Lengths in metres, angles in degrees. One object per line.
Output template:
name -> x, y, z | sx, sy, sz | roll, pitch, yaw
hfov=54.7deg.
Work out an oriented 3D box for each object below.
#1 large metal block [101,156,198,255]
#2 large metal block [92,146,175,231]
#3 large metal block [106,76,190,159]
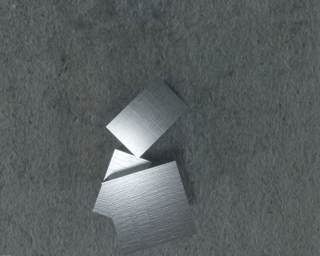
large metal block -> -0.011, 0.083, 0.348 | 0.080, 0.050, 0.080 | -17, 90, -1
large metal block -> -0.030, 0.076, 0.397 | 0.080, 0.050, 0.080 | 20, 90, -1
large metal block -> -0.014, -0.012, 0.382 | 0.080, 0.080, 0.050 | -45, 91, 0
